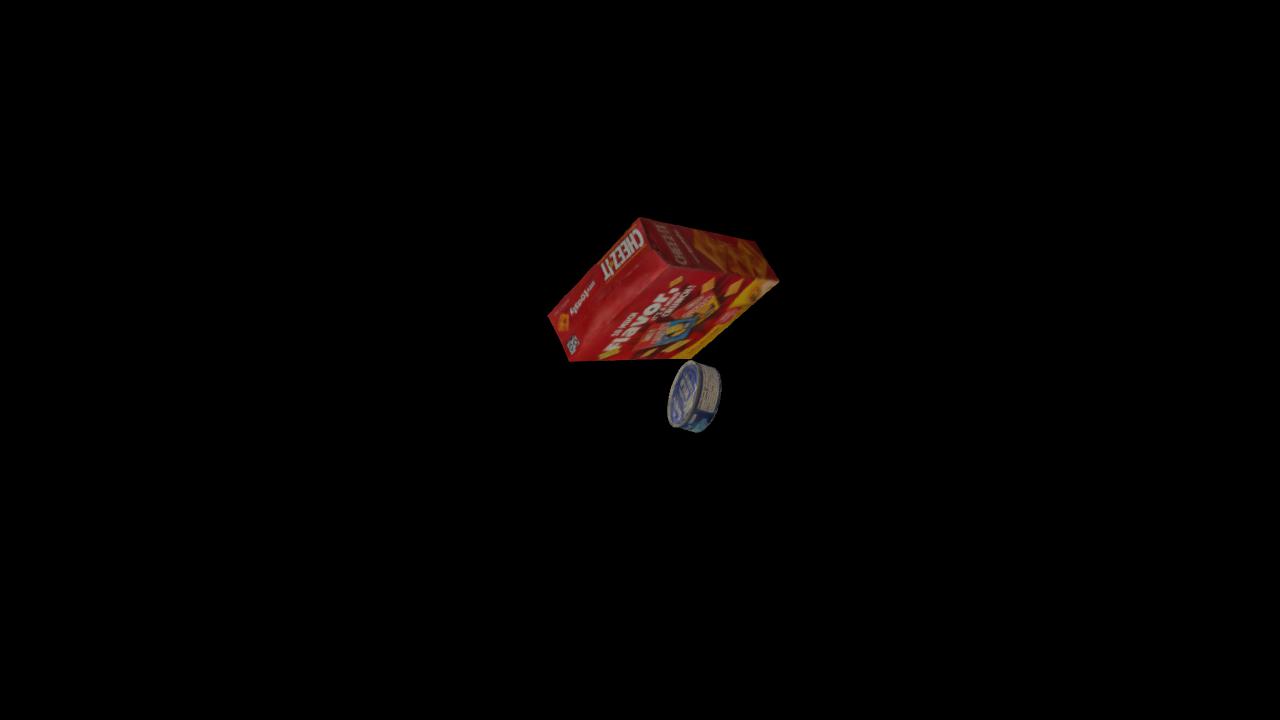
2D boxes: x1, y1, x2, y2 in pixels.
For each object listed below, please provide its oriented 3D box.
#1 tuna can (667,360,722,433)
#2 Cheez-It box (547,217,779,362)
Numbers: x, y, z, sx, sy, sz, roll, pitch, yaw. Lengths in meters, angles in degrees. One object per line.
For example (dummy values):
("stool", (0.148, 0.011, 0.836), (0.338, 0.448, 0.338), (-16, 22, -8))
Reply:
("tuna can", (0.065, 0.045, 0.746), (0.034, 0.084, 0.084), (17, -5, -18))
("Cheez-It box", (0.032, -0.069, 0.694), (0.223, 0.071, 0.166), (-3, -32, -49))
